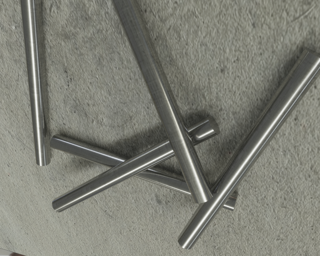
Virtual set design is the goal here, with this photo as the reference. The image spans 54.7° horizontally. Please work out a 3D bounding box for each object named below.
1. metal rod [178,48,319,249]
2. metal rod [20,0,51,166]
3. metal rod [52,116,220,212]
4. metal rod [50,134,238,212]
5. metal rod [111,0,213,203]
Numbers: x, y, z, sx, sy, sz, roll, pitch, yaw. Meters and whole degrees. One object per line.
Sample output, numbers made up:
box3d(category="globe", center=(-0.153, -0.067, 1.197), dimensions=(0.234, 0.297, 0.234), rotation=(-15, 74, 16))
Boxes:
box3d(category="metal rod", center=(0.091, 0.047, 0.365), dimensions=(0.025, 0.025, 0.298), rotation=(31, 122, 8))
box3d(category="metal rod", center=(-0.184, -0.060, 0.467), dimensions=(0.025, 0.025, 0.298), rotation=(22, 127, 15))
box3d(category="metal rod", center=(-0.051, 0.061, 0.440), dimensions=(0.299, 0.025, 0.025), rotation=(-29, 102, 27))
box3d(category="metal rod", center=(-0.035, 0.061, 0.462), dimensions=(0.301, 0.025, 0.025), rotation=(16, 125, 19))
box3d(category="metal rod", center=(-0.003, -0.050, 0.351), dimensions=(0.025, 0.025, 0.299), rotation=(-15, 103, 34))
